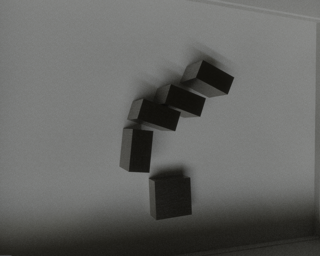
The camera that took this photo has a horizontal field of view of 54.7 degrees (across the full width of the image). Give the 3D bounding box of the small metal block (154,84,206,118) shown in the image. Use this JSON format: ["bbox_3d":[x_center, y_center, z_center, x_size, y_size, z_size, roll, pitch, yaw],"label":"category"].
[{"bbox_3d":[0.023,-0.034,0.406,0.050,0.050,0.025,19,84,-19],"label":"small metal block"}]

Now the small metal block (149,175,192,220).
[{"bbox_3d":[0.014,0.092,0.416,0.050,0.025,0.050,-3,91,-20],"label":"small metal block"}]

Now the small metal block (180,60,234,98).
[{"bbox_3d":[0.063,-0.065,0.420,0.050,0.050,0.025,24,82,-19],"label":"small metal block"}]

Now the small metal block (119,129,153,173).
[{"bbox_3d":[-0.030,0.027,0.386,0.025,0.050,0.050,6,88,-20],"label":"small metal block"}]

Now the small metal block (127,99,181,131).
[{"bbox_3d":[-0.009,-0.015,0.394,0.050,0.050,0.025,18,84,-19],"label":"small metal block"}]
